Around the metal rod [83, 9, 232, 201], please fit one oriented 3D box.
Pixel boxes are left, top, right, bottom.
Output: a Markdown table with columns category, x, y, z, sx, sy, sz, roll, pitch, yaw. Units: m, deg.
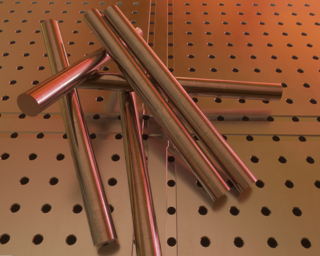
| category | x | y | z | sx | sy | sz | roll | pitch | yaw |
| --- | --- | --- | --- | --- | --- | --- | --- | --- | --- |
| metal rod | -0.013 | -0.041 | 0.391 | 0.025 | 0.025 | 0.299 | -29 | 71 | -22 |

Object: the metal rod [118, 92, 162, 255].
| category | x | y | z | sx | sy | sz | roll | pitch | yaw |
| --- | --- | --- | --- | --- | --- | --- | --- | --- | --- |
| metal rod | -0.028 | 0.044 | 0.370 | 0.025 | 0.025 | 0.300 | -7 | 50 | -6 |

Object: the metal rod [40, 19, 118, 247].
| category | x | y | z | sx | sy | sz | roll | pitch | yaw |
| --- | --- | --- | --- | --- | --- | --- | --- | --- | --- |
| metal rod | -0.104 | -0.013 | 0.371 | 0.025 | 0.025 | 0.299 | -15 | 66 | -13 |

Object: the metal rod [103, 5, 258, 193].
| category | x | y | z | sx | sy | sz | roll | pitch | yaw |
| --- | --- | --- | --- | --- | --- | --- | --- | --- | --- |
| metal rod | 0.016 | -0.049 | 0.396 | 0.025 | 0.025 | 0.300 | -30 | 72 | -22 |

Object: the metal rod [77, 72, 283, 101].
| category | x | y | z | sx | sy | sz | roll | pitch | yaw |
| --- | --- | --- | --- | --- | --- | --- | --- | --- | --- |
| metal rod | 0.016 | -0.059 | 0.428 | 0.302 | 0.025 | 0.025 | 3 | 50 | -2 |

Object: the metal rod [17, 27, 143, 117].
| category | x | y | z | sx | sy | sz | roll | pitch | yaw |
| --- | --- | --- | --- | --- | --- | --- | --- | --- | --- |
| metal rod | -0.084 | -0.094 | 0.424 | 0.025 | 0.025 | 0.301 | 14 | 32 | 11 |
